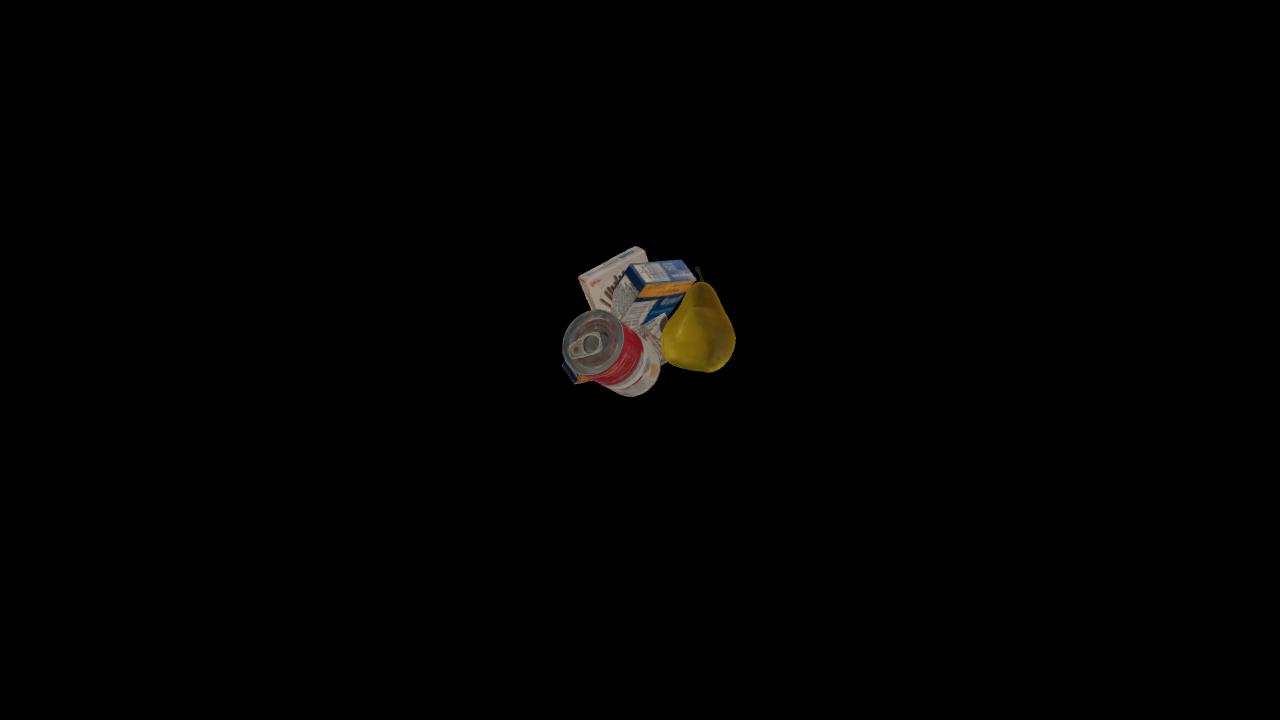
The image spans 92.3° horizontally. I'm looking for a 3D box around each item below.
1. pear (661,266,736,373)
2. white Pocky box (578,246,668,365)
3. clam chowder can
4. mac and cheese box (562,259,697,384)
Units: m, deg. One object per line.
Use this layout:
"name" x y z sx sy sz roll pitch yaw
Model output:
"pear" 0.066 -0.044 0.647 0.080 0.111 0.080 12 -3 1
"white Pocky box" -0.010 -0.051 0.745 0.084 0.154 0.028 -31 34 -16
"clam chowder can" -0.026 -0.004 0.639 0.068 0.068 0.102 0 -16 24
"mac and cheese box" -0.017 -0.045 0.762 0.093 0.041 0.184 -15 -28 -45
